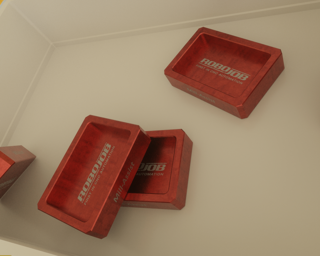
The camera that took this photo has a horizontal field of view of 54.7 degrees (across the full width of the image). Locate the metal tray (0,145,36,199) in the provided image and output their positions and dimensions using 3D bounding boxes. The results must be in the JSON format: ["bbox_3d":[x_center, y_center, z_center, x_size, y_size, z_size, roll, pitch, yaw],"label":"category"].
[{"bbox_3d":[-0.223,0.068,0.421,0.030,0.130,0.090,40,82,-7],"label":"metal tray"}]

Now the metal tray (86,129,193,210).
[{"bbox_3d":[-0.030,0.050,0.385,0.130,0.030,0.090,-4,60,26],"label":"metal tray"}]

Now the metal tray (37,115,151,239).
[{"bbox_3d":[-0.077,0.052,0.370,0.090,0.030,0.130,12,68,32],"label":"metal tray"}]

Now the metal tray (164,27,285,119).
[{"bbox_3d":[0.080,-0.077,0.406,0.130,0.030,0.090,32,79,37],"label":"metal tray"}]
